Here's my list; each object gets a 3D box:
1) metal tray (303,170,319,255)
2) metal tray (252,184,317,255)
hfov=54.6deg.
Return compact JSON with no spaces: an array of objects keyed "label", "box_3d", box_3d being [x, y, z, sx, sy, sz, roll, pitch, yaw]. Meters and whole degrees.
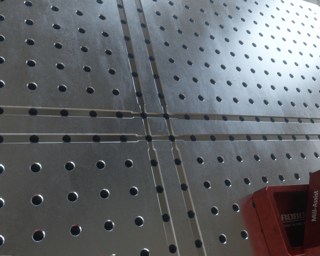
[{"label":"metal tray","box_3d":[0.244,0.128,0.417,0.090,0.030,0.130,33,51,-7]},{"label":"metal tray","box_3d":[0.200,0.126,0.434,0.131,0.030,0.090,3,60,-27]}]
